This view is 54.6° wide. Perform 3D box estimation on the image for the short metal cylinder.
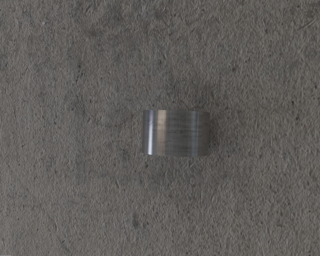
[{"bbox_3d":[0.019,0.005,0.373,0.080,0.080,0.050,2,91,20],"label":"short metal cylinder"}]
